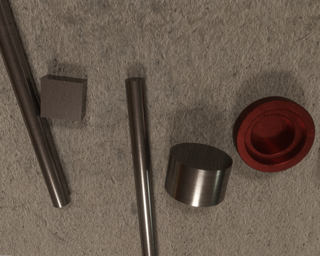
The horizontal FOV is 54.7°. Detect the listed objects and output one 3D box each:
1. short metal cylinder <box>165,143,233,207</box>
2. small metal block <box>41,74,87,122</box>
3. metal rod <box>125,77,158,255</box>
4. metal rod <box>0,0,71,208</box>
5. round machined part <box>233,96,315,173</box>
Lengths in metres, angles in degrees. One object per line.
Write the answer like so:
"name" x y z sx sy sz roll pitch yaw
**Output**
"short metal cylinder" 0.049 0.058 0.403 0.081 0.080 0.050 7 110 -3
"small metal block" -0.122 -0.038 0.394 0.050 0.025 0.050 7 110 -3
"metal rod" -0.023 0.078 0.438 0.025 0.025 0.298 -3 110 1
"metal rod" -0.167 -0.030 0.396 0.025 0.025 0.298 -9 110 3
"round machined part" 0.144 0.005 0.405 0.099 0.042 0.097 0 110 -1
